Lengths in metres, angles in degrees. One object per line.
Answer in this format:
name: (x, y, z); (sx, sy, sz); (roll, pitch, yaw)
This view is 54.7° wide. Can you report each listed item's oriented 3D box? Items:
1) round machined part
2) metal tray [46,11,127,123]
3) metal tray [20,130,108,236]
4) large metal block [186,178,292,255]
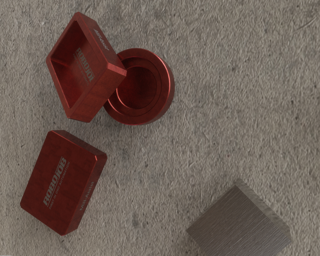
round machined part: (-0.027, -0.052, 0.409); (0.098, 0.042, 0.097); (0, 90, 19)
metal tray: (-0.103, -0.082, 0.410); (0.090, 0.030, 0.130); (-48, 52, 21)
metal tray: (-0.143, 0.079, 0.457); (0.090, 0.030, 0.129); (27, 99, 18)
large metal block: (0.092, 0.118, 0.363); (0.080, 0.050, 0.080); (46, 104, 14)
